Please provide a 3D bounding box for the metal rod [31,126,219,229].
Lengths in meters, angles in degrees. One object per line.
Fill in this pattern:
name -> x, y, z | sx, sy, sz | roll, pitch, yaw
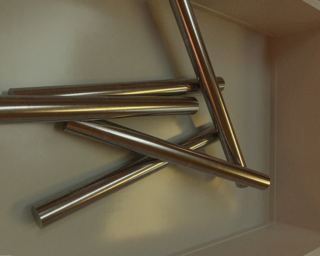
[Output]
metal rod -> -0.010, 0.045, 0.398 | 0.302, 0.025, 0.025 | -21, 104, -38

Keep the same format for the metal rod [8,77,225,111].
metal rod -> -0.024, -0.046, 0.386 | 0.302, 0.025, 0.025 | -11, 97, -39

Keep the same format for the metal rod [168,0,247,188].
metal rod -> 0.074, -0.044, 0.434 | 0.025, 0.025, 0.299 | -36, 113, -34

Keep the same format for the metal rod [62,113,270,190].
metal rod -> 0.028, 0.036, 0.394 | 0.302, 0.025, 0.025 | 20, 77, -27

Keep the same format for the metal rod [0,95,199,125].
metal rod -> -0.066, -0.021, 0.323 | 0.302, 0.025, 0.025 | -5, 94, -43
